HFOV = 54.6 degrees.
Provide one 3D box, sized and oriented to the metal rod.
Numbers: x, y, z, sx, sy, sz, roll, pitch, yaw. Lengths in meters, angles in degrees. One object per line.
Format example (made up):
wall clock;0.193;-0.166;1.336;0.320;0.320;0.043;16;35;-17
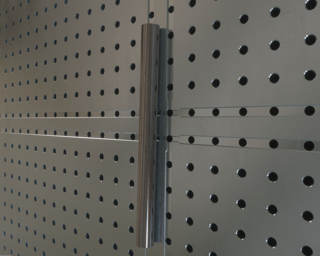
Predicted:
metal rod;-0.017;0.011;0.424;0.025;0.025;0.298;3;92;40
